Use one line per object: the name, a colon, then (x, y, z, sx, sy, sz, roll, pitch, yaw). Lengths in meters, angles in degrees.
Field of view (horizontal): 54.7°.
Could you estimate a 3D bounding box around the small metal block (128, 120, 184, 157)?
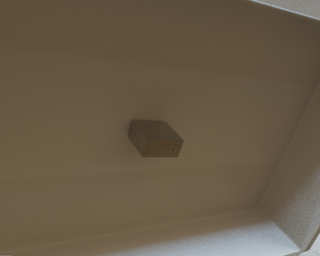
small metal block: (-0.006, 0.013, 0.394, 0.050, 0.050, 0.025, 3, 117, -30)
